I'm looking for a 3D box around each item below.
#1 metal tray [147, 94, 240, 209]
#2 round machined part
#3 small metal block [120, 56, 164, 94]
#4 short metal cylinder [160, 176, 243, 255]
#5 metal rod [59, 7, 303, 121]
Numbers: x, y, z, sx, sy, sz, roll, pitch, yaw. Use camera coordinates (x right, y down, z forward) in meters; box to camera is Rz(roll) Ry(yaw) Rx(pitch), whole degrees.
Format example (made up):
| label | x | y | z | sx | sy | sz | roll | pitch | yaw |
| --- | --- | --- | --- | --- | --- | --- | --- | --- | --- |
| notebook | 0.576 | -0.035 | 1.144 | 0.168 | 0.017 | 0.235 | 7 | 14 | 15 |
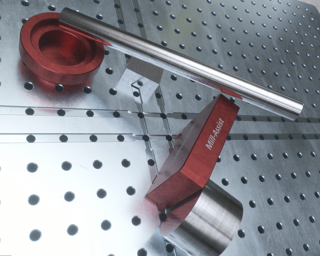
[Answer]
| label | x | y | z | sx | sy | sz | roll | pitch | yaw |
| --- | --- | --- | --- | --- | --- | --- | --- | --- | --- |
| metal tray | 0.041 | 0.027 | 0.374 | 0.030 | 0.090 | 0.130 | 37 | 51 | -4 |
| round machined part | -0.124 | -0.094 | 0.389 | 0.099 | 0.042 | 0.098 | 14 | 56 | -21 |
| small metal block | -0.023 | -0.084 | 0.449 | 0.050 | 0.025 | 0.050 | 25 | 53 | -13 |
| short metal cylinder | 0.044 | 0.098 | 0.339 | 0.050 | 0.080 | 0.080 | 37 | 51 | -4 |
| metal rod | 0.023 | -0.077 | 0.371 | 0.301 | 0.025 | 0.025 | 22 | 52 | 2 |
